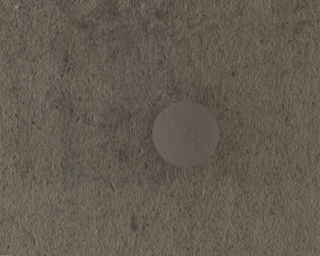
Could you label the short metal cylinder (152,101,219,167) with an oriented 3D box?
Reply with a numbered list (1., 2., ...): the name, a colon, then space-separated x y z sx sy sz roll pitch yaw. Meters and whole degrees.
1. short metal cylinder: 0.031 0.007 0.398 0.080 0.050 0.080 0 90 0
